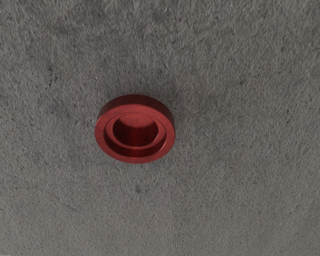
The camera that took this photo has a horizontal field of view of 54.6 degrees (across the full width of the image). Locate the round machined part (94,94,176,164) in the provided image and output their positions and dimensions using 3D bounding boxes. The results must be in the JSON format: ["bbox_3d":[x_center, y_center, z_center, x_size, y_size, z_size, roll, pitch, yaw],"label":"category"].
[{"bbox_3d":[-0.030,-0.003,0.393,0.099,0.042,0.097,0,130,0],"label":"round machined part"}]
